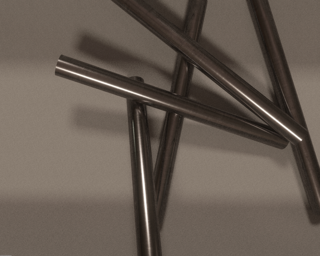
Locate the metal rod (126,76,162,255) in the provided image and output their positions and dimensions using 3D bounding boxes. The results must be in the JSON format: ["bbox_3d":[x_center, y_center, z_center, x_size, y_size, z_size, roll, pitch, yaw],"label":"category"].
[{"bbox_3d":[-0.018,0.071,0.346,0.025,0.025,0.299,-7,63,0],"label":"metal rod"}]

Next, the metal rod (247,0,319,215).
[{"bbox_3d":[0.173,-0.031,0.413,0.025,0.025,0.298,-17,90,0],"label":"metal rod"}]

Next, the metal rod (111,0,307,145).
[{"bbox_3d":[0.058,-0.081,0.386,0.300,0.025,0.025,38,90,-2],"label":"metal rod"}]

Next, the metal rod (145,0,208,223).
[{"bbox_3d":[0.021,-0.024,0.411,0.025,0.025,0.298,12,90,-1],"label":"metal rod"}]

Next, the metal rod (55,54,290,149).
[{"bbox_3d":[0.024,-0.028,0.385,0.302,0.025,0.025,18,90,-11],"label":"metal rod"}]
